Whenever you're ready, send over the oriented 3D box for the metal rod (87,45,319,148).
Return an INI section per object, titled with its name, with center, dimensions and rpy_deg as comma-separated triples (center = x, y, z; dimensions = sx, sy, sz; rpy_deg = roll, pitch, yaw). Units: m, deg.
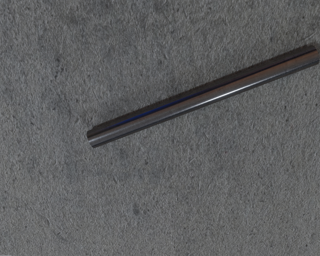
[metal rod]
center = 0.048, -0.037, 0.396
dimensions = 0.301, 0.025, 0.025
rpy_deg = -20, 109, 7
